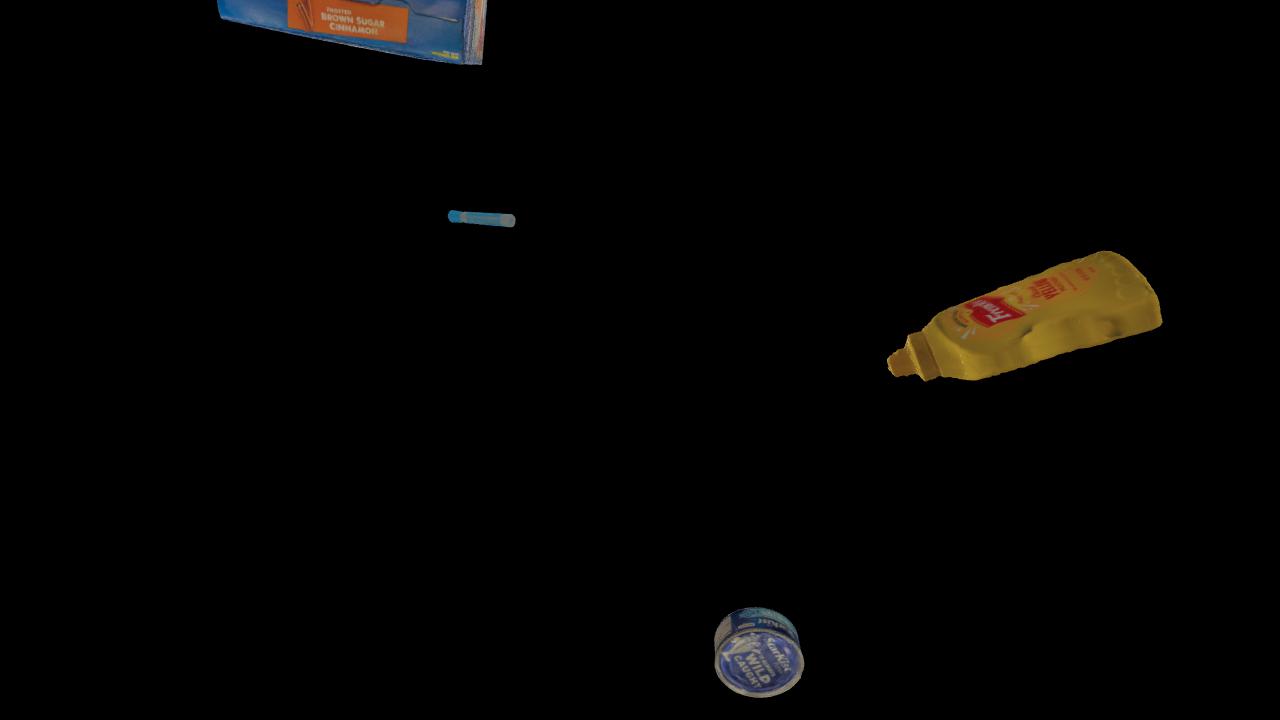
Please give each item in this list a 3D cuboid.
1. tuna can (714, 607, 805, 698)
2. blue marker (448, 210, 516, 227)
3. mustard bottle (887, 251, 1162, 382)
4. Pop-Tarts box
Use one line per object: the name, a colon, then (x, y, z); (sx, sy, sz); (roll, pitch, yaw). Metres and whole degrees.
tuna can: (0.114, 0.282, 0.595); (0.084, 0.084, 0.034); (0, 21, 5)
blue marker: (-0.238, -0.211, 0.915); (0.121, 0.020, 0.020); (10, 4, 26)
mustard bottle: (0.295, -0.024, 0.500); (0.184, 0.054, 0.092); (-22, 30, 23)
Pop-Tarts box: (-0.212, -0.292, 0.487); (0.167, 0.083, 0.141); (6, 24, -11)
